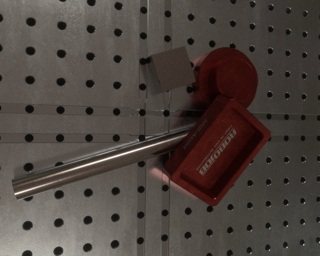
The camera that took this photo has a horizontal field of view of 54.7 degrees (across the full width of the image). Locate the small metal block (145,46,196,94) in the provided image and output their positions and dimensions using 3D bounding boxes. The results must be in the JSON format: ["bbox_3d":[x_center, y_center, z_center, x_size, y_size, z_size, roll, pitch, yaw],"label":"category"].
[{"bbox_3d":[0.015,-0.078,0.419,0.050,0.025,0.050,-20,97,-19],"label":"small metal block"}]

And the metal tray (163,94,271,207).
[{"bbox_3d":[0.077,0.031,0.416,0.090,0.030,0.130,37,91,-27],"label":"metal tray"}]

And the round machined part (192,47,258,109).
[{"bbox_3d":[0.099,-0.067,0.442,0.099,0.042,0.097,0,90,-21],"label":"round machined part"}]

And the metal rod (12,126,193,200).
[{"bbox_3d":[-0.028,0.031,0.403,0.302,0.025,0.025,-16,96,-20],"label":"metal rod"}]
